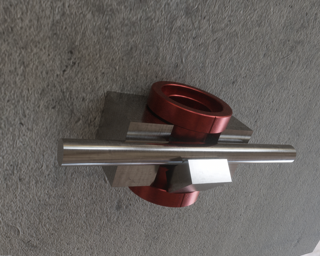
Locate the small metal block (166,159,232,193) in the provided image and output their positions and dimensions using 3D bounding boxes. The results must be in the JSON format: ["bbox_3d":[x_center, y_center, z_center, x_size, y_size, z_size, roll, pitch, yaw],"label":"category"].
[{"bbox_3d":[0.042,0.054,0.343,0.050,0.025,0.050,2,158,-28],"label":"small metal block"}]

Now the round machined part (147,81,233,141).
[{"bbox_3d":[0.032,-0.017,0.368,0.099,0.098,0.042,4,118,-30],"label":"round machined part"}]

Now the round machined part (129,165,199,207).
[{"bbox_3d":[0.008,0.056,0.400,0.099,0.098,0.042,4,111,-31],"label":"round machined part"}]

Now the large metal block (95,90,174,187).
[{"bbox_3d":[-0.035,0.011,0.360,0.050,0.080,0.079,4,116,-31],"label":"large metal block"}]

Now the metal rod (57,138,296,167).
[{"bbox_3d":[0.044,0.028,0.346,0.302,0.025,0.025,3,117,-30],"label":"metal rod"}]

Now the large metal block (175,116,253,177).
[{"bbox_3d":[0.067,0.018,0.421,0.050,0.080,0.079,4,117,-30],"label":"large metal block"}]
